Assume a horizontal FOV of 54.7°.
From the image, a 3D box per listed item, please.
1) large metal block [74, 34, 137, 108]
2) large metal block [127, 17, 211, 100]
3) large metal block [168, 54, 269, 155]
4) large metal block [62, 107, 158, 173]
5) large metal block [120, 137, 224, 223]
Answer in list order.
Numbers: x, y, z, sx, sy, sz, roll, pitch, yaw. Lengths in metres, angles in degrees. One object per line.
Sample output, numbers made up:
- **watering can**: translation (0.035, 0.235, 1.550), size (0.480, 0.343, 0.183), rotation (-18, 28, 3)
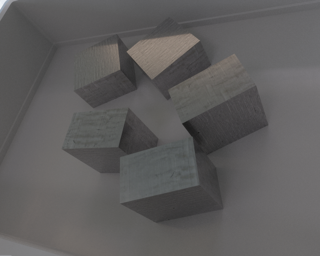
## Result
- **large metal block**: translation (-0.087, -0.089, 0.491), size (0.080, 0.050, 0.080), rotation (-21, 54, 15)
- **large metal block**: translation (0.012, -0.100, 0.445), size (0.080, 0.050, 0.080), rotation (-39, 51, 1)
- **large metal block**: translation (0.067, -0.023, 0.349), size (0.080, 0.080, 0.050), rotation (-28, 52, 11)
- **large metal block**: translation (-0.059, 0.019, 0.390), size (0.080, 0.080, 0.050), rotation (-4, 60, 26)
- **large metal block**: translation (0.013, 0.059, 0.327), size (0.080, 0.080, 0.050), rotation (-17, 55, 18)
